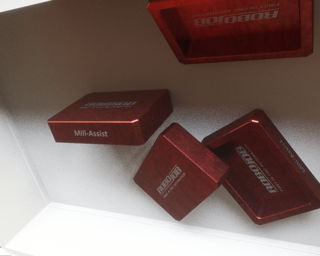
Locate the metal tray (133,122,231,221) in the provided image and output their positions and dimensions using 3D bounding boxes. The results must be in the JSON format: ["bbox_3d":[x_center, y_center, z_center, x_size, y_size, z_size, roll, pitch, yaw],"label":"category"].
[{"bbox_3d":[0.022,0.062,0.407,0.090,0.030,0.129,41,141,9],"label":"metal tray"}]

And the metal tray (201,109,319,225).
[{"bbox_3d":[0.119,0.051,0.373,0.090,0.030,0.130,-34,100,38],"label":"metal tray"}]

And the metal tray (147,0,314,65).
[{"bbox_3d":[0.066,-0.099,0.278,0.130,0.030,0.090,2,156,27],"label":"metal tray"}]

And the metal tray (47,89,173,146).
[{"bbox_3d":[-0.061,-0.015,0.387,0.130,0.090,0.030,1,119,27],"label":"metal tray"}]
